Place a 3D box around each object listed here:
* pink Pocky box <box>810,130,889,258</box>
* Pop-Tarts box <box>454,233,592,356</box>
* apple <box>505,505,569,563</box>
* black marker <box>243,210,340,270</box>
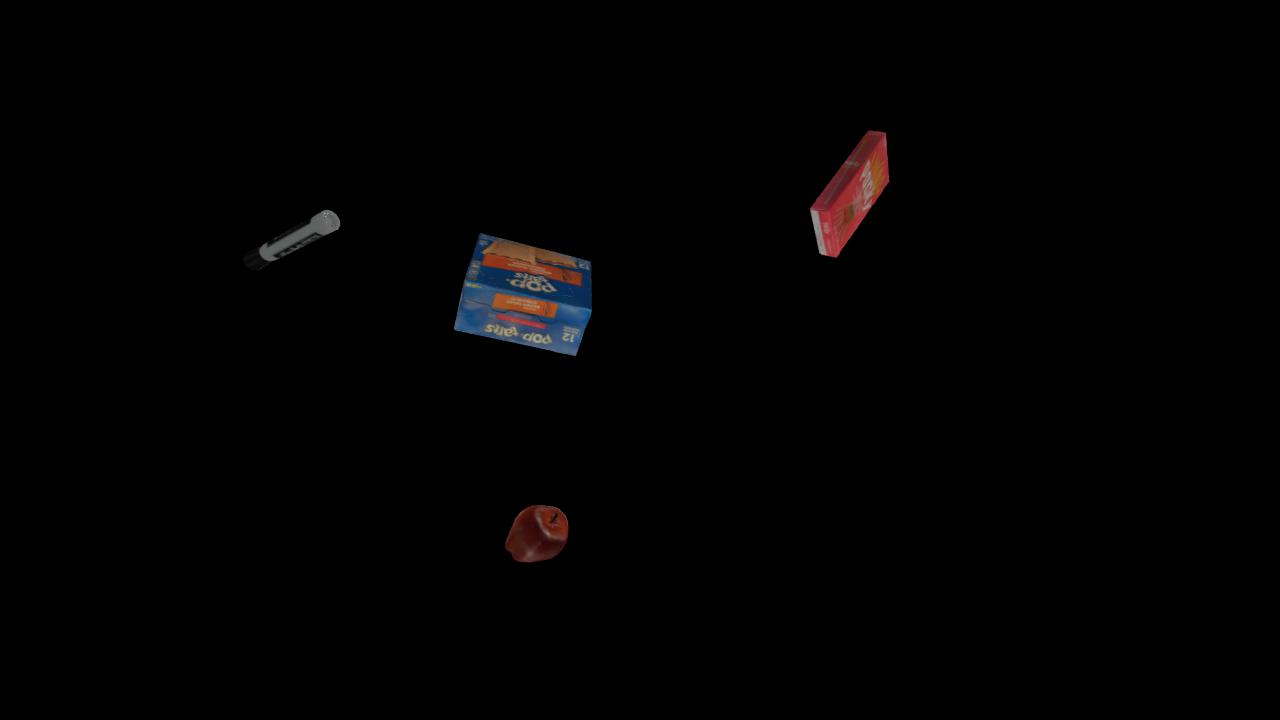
[{"bbox_3d":[0.280,-0.219,0.811,0.029,0.155,0.084,24,-22,37],"label":"pink Pocky box"},{"bbox_3d":[-0.157,-0.093,0.857,0.167,0.083,0.141,12,35,-13],"label":"Pop-Tarts box"},{"bbox_3d":[-0.143,0.243,0.861,0.093,0.079,0.079,-43,-20,23],"label":"apple"},{"bbox_3d":[-0.323,-0.108,0.566,0.121,0.020,0.020,-16,-7,25],"label":"black marker"}]
